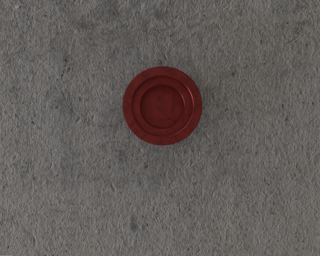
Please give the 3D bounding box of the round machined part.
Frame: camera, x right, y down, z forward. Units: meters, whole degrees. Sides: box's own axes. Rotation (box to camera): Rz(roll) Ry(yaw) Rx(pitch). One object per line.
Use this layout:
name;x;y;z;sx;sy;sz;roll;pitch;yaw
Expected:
round machined part;0.003;-0.027;0.401;0.099;0.042;0.097;0;90;0
